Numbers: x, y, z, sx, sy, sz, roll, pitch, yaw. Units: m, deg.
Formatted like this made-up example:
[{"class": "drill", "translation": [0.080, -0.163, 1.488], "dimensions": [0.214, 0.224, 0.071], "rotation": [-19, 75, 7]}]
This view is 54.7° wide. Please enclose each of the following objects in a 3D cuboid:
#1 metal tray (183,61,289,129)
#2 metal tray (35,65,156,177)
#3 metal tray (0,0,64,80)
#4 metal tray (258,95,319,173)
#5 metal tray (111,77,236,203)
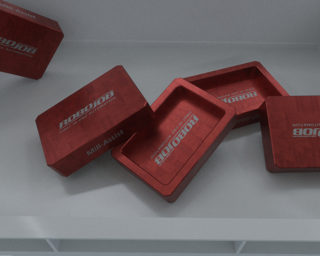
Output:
[{"class": "metal tray", "translation": [0.103, -0.045, 0.440], "dimensions": [0.131, 0.030, 0.090], "rotation": [-15, 52, -13]}, {"class": "metal tray", "translation": [-0.081, -0.012, 0.377], "dimensions": [0.130, 0.030, 0.090], "rotation": [-33, 50, -1]}, {"class": "metal tray", "translation": [-0.211, -0.122, 0.421], "dimensions": [0.131, 0.090, 0.030], "rotation": [9, 39, -46]}, {"class": "metal tray", "translation": [0.194, 0.007, 0.379], "dimensions": [0.131, 0.030, 0.090], "rotation": [-1, 71, -2]}, {"class": "metal tray", "translation": [0.018, 0.010, 0.369], "dimensions": [0.090, 0.030, 0.130], "rotation": [34, 74, 25]}]
